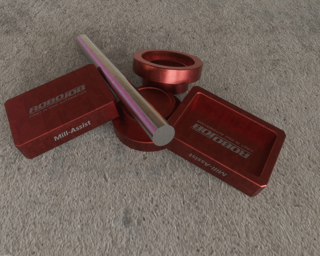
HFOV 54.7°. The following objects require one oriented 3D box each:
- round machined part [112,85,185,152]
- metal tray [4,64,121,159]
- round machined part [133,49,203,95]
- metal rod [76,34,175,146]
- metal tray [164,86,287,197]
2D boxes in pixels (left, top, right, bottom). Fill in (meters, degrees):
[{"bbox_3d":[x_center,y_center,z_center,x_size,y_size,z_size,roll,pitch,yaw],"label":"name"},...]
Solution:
[{"bbox_3d":[-0.014,-0.020,0.411,0.099,0.042,0.098,0,50,0],"label":"round machined part"},{"bbox_3d":[-0.129,-0.026,0.408,0.131,0.030,0.090,-27,52,-11],"label":"metal tray"},{"bbox_3d":[0.010,-0.080,0.447,0.099,0.042,0.098,6,28,-3],"label":"round machined part"},{"bbox_3d":[-0.063,-0.070,0.420,0.025,0.025,0.300,-22,40,-17],"label":"metal rod"},{"bbox_3d":[0.076,0.012,0.378,0.130,0.030,0.090,30,55,10],"label":"metal tray"}]
